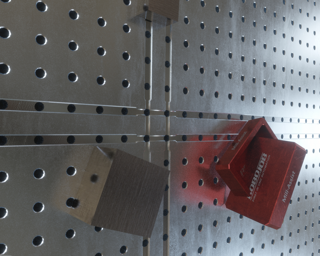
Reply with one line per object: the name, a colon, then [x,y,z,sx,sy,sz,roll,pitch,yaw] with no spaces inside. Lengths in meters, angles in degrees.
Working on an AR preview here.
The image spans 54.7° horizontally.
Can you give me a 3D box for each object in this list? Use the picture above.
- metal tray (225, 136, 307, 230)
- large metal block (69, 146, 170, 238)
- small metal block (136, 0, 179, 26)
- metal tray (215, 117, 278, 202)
metal tray: [0.165,0.082,0.492,0.030,0.090,0.130,27,81,-31]
large metal block: [-0.044,0.073,0.356,0.080,0.050,0.080,28,73,-37]
small metal block: [-0.002,-0.168,0.407,0.050,0.025,0.050,5,87,-40]
metal tray: [0.158,0.055,0.524,0.131,0.030,0.090,-46,107,-32]
